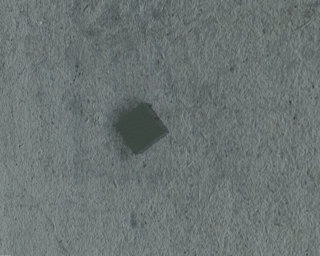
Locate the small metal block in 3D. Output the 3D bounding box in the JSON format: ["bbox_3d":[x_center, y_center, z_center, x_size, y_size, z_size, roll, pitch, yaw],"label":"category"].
[{"bbox_3d":[-0.024,0.001,0.418,0.050,0.025,0.050,-38,78,15],"label":"small metal block"}]
